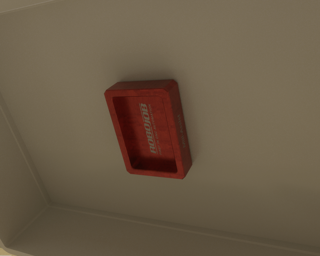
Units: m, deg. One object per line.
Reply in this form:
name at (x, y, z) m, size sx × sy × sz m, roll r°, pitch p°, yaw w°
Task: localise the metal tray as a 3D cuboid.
metal tray at (-0.013, 0.003, 0.409) m, size 0.090 × 0.030 × 0.129 m, roll 1°, pitch 119°, yaw 26°
